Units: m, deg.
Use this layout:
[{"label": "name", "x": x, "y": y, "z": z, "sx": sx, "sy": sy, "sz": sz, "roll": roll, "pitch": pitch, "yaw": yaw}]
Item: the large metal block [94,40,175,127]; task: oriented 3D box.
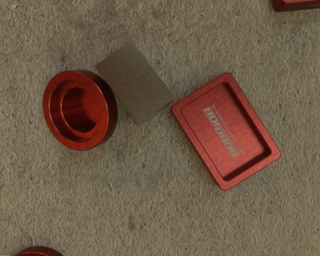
[{"label": "large metal block", "x": -0.030, "y": -0.050, "z": 0.381, "sx": 0.050, "sy": 0.080, "sz": 0.080, "roll": -37, "pitch": 91, "yaw": -4}]

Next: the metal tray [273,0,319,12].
[{"label": "metal tray", "x": 0.216, "y": -0.209, "z": 0.410, "sx": 0.131, "sy": 0.030, "sz": 0.089, "roll": -6, "pitch": 90, "yaw": -1}]

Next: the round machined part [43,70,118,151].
[{"label": "round machined part", "x": -0.094, "y": -0.024, "z": 0.387, "sx": 0.098, "sy": 0.042, "sz": 0.097, "roll": 7, "pitch": 106, "yaw": 24}]

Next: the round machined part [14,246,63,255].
[{"label": "round machined part", "x": -0.165, "y": 0.209, "z": 0.399, "sx": 0.099, "sy": 0.042, "sz": 0.097, "roll": 0, "pitch": 90, "yaw": -1}]

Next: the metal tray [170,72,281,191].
[{"label": "metal tray", "x": 0.084, "y": 0.004, "z": 0.408, "sx": 0.090, "sy": 0.030, "sz": 0.130, "roll": -32, "pitch": 90, "yaw": -1}]
